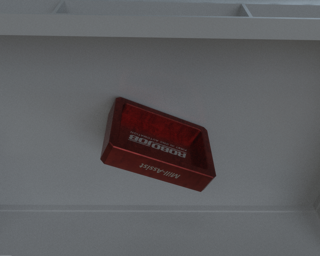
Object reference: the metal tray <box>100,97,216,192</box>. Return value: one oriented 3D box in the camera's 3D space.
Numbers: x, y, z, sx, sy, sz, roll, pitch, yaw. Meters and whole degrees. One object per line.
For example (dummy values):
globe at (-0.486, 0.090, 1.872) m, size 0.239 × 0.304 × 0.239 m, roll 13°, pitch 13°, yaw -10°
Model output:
metal tray at (0.000, 0.019, 0.378) m, size 0.131 × 0.090 × 0.030 m, roll 19°, pitch 127°, yaw -17°
